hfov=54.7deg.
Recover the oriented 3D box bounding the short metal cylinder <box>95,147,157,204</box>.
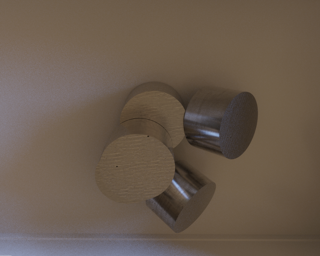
[{"bbox_3d":[-0.042,0.054,0.416,0.081,0.050,0.079,0,110,-1],"label":"short metal cylinder"}]

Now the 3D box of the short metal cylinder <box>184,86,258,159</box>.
[{"bbox_3d":[0.074,-0.008,0.372,0.081,0.050,0.079,-18,115,-42],"label":"short metal cylinder"}]

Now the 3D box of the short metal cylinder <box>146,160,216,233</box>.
[{"bbox_3d":[0.028,0.089,0.406,0.050,0.081,0.079,36,111,30],"label":"short metal cylinder"}]

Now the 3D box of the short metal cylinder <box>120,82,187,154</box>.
[{"bbox_3d":[-0.007,-0.014,0.391,0.081,0.050,0.079,0,110,-1],"label":"short metal cylinder"}]

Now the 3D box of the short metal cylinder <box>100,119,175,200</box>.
[{"bbox_3d":[-0.024,0.035,0.354,0.081,0.050,0.079,0,110,-1],"label":"short metal cylinder"}]
